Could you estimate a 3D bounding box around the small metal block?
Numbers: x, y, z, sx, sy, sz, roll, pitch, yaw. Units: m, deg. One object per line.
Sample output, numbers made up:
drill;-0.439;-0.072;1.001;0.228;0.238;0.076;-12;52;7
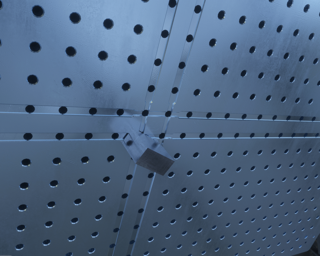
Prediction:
small metal block;-0.016;0.031;0.407;0.050;0.050;0.025;30;101;-38
